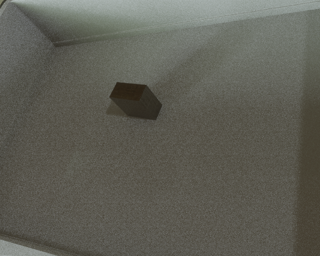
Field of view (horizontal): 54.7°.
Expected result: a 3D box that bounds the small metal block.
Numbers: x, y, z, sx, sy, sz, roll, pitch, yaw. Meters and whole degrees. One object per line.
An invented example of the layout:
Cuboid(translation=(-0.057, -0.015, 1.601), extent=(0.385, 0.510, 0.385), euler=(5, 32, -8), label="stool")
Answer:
Cuboid(translation=(-0.032, -0.037, 0.428), extent=(0.050, 0.050, 0.025), euler=(10, 67, 32), label="small metal block")
